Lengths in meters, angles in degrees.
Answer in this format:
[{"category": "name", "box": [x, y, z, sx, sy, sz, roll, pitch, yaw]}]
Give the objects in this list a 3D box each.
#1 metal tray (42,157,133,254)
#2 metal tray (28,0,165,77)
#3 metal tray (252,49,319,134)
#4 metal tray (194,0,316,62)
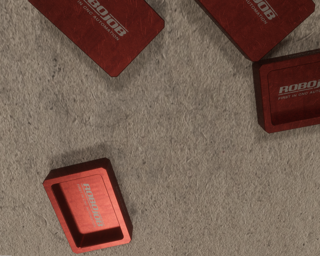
[{"category": "metal tray", "box": [-0.100, 0.114, 0.447, 0.090, 0.030, 0.129, -14, 110, 4]}, {"category": "metal tray", "box": [-0.070, -0.135, 0.357, 0.130, 0.030, 0.090, 43, 104, -15]}, {"category": "metal tray", "box": [0.189, -0.050, 0.391, 0.131, 0.030, 0.089, -11, 110, 3]}, {"category": "metal tray", "box": [0.098, -0.152, 0.352, 0.090, 0.030, 0.130, -43, 105, 14]}]
